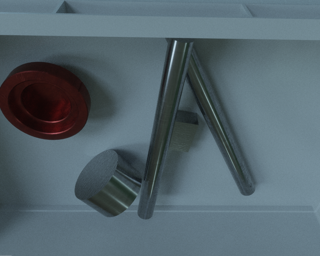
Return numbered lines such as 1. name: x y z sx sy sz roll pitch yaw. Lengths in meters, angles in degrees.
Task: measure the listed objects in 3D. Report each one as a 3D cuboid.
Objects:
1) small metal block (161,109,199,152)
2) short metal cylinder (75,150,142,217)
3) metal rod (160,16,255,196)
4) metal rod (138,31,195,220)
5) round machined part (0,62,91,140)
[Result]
1. small metal block: 0.019 0.003 0.412 0.050 0.025 0.050 9 130 -8
2. short metal cylinder: -0.073 0.078 0.438 0.080 0.080 0.050 -30 124 22
3. metal rod: 0.076 -0.005 0.405 0.025 0.025 0.299 -20 128 16
4. metal rod: -0.001 0.023 0.395 0.025 0.025 0.298 6 131 -6
5. round machined part: -0.131 -0.035 0.366 0.099 0.042 0.097 -1 130 0
